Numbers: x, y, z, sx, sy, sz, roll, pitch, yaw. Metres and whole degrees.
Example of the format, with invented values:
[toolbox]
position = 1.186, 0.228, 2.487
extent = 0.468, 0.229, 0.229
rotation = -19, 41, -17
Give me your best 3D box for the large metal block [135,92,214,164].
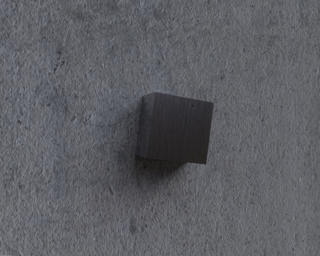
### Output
[large metal block]
position = 0.018, 0.001, 0.405
extent = 0.081, 0.050, 0.080
rotation = 8, 87, -20
